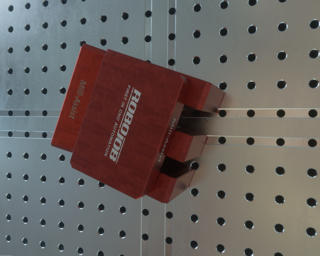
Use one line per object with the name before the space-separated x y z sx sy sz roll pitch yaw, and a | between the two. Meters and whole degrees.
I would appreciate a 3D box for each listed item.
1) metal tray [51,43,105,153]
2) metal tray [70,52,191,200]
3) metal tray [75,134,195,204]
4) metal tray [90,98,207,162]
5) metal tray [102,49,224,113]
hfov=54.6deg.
metal tray | -0.097 -0.039 0.410 0.030 0.090 0.129 19 97 -3
metal tray | -0.033 -0.004 0.325 0.090 0.030 0.129 22 97 19
metal tray | -0.030 0.044 0.389 0.130 0.090 0.030 22 98 18
metal tray | -0.015 0.001 0.382 0.130 0.090 0.030 21 96 17
metal tray | 0.005 -0.055 0.375 0.130 0.090 0.030 22 98 19
